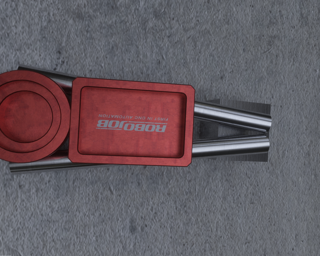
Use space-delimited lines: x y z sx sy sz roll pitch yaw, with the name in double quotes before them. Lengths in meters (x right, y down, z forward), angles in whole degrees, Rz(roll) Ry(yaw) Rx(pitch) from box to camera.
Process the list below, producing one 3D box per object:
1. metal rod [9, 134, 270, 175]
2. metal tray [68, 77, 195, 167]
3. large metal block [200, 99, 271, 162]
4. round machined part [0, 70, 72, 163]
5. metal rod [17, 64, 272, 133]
"metal rod" -0.017 0.030 0.371 0.302 0.025 0.025 -4 92 -8
"metal tray" -0.030 -0.005 0.342 0.131 0.030 0.089 3 89 -8
"large metal block" 0.104 0.004 0.435 0.081 0.050 0.080 4 89 -20
"round machined part" -0.146 -0.012 0.342 0.099 0.042 0.097 0 90 -10
"metal rod" -0.012 -0.033 0.372 0.302 0.025 0.025 11 86 -7
